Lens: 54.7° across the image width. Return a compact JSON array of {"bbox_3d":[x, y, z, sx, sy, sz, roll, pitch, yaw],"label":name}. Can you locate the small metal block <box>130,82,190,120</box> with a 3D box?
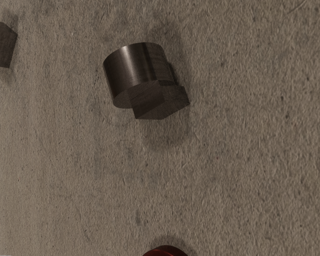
[{"bbox_3d":[0.000,-0.032,0.386,0.050,0.050,0.025,-28,73,36],"label":"small metal block"}]

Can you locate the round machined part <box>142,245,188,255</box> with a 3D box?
[{"bbox_3d":[0.004,0.203,0.389,0.098,0.042,0.097,0,90,39],"label":"round machined part"}]

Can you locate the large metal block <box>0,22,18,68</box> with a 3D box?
[{"bbox_3d":[-0.366,-0.189,0.686,0.080,0.050,0.079,38,113,33],"label":"large metal block"}]

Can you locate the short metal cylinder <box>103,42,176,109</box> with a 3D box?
[{"bbox_3d":[-0.026,-0.063,0.389,0.080,0.081,0.050,-28,73,36],"label":"short metal cylinder"}]
